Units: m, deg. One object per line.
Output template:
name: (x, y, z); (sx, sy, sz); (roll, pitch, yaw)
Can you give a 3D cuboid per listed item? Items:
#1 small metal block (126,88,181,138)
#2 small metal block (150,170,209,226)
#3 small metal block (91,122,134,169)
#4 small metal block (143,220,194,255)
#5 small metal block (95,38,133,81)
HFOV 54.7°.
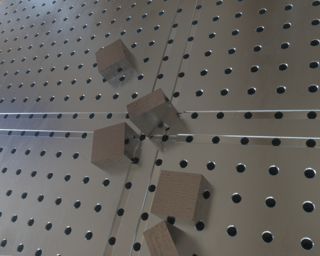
small metal block: (-0.008, -0.019, 0.407); (0.050, 0.050, 0.025); (-26, 53, 11)
small metal block: (0.023, 0.077, 0.348); (0.050, 0.025, 0.050); (2, 63, 28)
small metal block: (-0.064, 0.025, 0.425); (0.050, 0.025, 0.050); (-15, 56, 19)
small metal block: (0.013, 0.125, 0.308); (0.025, 0.050, 0.050); (-33, 52, 7)
small metal block: (-0.077, -0.114, 0.517); (0.050, 0.025, 0.050); (-26, 53, 12)
